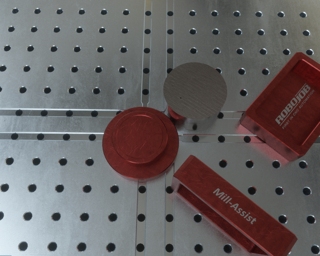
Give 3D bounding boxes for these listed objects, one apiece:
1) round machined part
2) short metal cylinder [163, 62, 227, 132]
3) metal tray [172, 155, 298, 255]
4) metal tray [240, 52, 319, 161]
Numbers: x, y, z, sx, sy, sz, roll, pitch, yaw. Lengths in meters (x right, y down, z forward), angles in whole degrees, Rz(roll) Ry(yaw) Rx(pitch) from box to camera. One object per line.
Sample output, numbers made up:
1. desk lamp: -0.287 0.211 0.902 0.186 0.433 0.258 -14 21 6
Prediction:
1. round machined part: -0.025 0.017 0.396 0.099 0.042 0.098 0 70 0
2. short metal cylinder: 0.044 -0.040 0.413 0.081 0.050 0.080 0 70 0
3. metal tray: 0.073 0.091 0.344 0.130 0.090 0.030 38 75 12
4. metal tray: 0.185 -0.032 0.421 0.090 0.030 0.130 40 75 13
